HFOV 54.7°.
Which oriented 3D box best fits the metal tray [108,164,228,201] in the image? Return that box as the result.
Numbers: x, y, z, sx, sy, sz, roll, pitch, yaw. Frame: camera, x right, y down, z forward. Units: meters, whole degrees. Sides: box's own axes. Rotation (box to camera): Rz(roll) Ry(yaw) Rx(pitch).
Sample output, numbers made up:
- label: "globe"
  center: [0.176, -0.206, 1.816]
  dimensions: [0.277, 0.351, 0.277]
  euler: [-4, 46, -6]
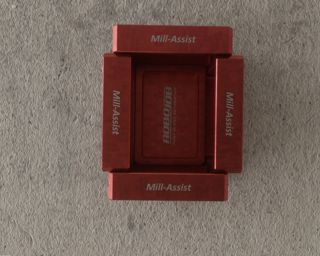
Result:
- label: "metal tray"
  center: [0.009, 0.063, 0.378]
  dimensions: [0.131, 0.090, 0.030]
  euler: [1, 90, -1]

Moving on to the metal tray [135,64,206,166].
- label: "metal tray"
  center: [0.013, -0.017, 0.409]
  dimensions: [0.091, 0.030, 0.129]
  euler: [1, 90, -1]

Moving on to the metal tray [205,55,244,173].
- label: "metal tray"
  center: [0.075, -0.015, 0.379]
  dimensions: [0.030, 0.090, 0.129]
  euler: [1, 90, 0]

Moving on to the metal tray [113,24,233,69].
- label: "metal tray"
  center: [0.014, -0.096, 0.378]
  dimensions: [0.131, 0.090, 0.030]
  euler: [1, 90, -1]

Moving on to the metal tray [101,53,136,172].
- label: "metal tray"
  center: [-0.047, -0.017, 0.377]
  dimensions: [0.030, 0.090, 0.129]
  euler: [1, 90, 0]
